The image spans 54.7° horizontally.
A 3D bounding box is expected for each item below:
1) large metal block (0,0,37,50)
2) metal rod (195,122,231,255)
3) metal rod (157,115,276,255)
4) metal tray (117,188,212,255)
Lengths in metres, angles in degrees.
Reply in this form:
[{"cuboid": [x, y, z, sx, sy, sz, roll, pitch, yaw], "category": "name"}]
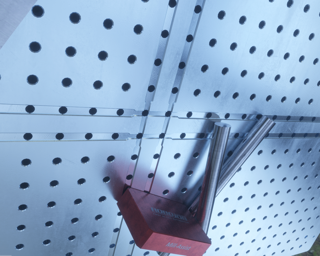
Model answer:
[{"cuboid": [-0.124, -0.117, 0.236, 0.080, 0.080, 0.050, -50, 129, 7], "category": "large metal block"}, {"cuboid": [0.073, 0.136, 0.507, 0.025, 0.025, 0.298, -1, 110, -28], "category": "metal rod"}, {"cuboid": [0.090, 0.104, 0.527, 0.025, 0.025, 0.299, 29, 102, -38], "category": "metal rod"}, {"cuboid": [0.007, 0.142, 0.462, 0.131, 0.090, 0.030, 27, 104, -38], "category": "metal tray"}]
